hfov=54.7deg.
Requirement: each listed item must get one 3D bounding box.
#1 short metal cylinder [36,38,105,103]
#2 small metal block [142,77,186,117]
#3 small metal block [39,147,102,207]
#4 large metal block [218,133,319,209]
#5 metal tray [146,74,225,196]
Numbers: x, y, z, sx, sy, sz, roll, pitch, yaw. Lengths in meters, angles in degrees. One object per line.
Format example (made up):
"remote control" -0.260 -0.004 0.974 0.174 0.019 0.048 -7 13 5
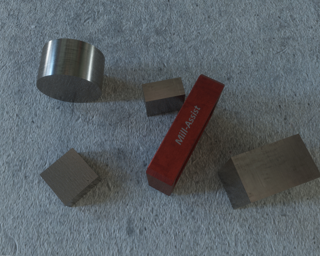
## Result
"short metal cylinder" -0.115 -0.072 0.404 0.081 0.080 0.050 1 70 0
"small metal block" 0.004 -0.040 0.409 0.050 0.050 0.025 -11 71 -4
"small metal block" -0.110 0.061 0.385 0.050 0.025 0.050 -42 75 -14
"large metal block" 0.121 0.054 0.360 0.080 0.080 0.050 -18 71 -7
"metal tray" 0.029 0.012 0.369 0.030 0.090 0.130 27 72 9
